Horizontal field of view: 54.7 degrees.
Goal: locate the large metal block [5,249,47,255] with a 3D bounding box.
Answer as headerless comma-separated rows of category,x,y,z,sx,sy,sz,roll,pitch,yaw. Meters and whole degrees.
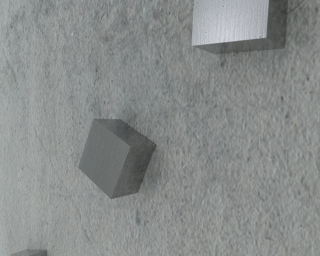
large metal block,-0.258,0.283,0.598,0.080,0.050,0.080,-17,79,38

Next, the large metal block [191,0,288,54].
large metal block,0.082,-0.124,0.320,0.080,0.050,0.079,5,94,39

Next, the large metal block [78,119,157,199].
large metal block,-0.062,0.040,0.438,0.080,0.050,0.079,33,110,34
